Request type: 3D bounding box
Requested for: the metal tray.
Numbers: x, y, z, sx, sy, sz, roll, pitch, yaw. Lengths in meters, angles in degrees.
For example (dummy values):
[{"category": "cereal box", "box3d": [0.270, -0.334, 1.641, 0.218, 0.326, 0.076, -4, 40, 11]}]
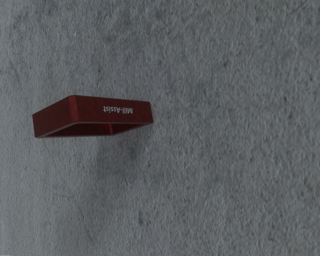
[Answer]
[{"category": "metal tray", "box3d": [-0.084, -0.012, 0.407, 0.090, 0.131, 0.030, -17, 80, 39]}]
